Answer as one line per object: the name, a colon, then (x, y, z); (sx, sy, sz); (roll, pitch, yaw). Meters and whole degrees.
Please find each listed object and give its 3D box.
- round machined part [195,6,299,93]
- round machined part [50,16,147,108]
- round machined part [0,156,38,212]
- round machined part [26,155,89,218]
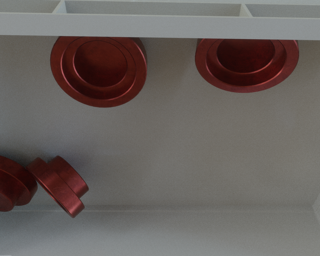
round machined part: (0.087, -0.083, 0.316); (0.099, 0.042, 0.098); (8, 148, 5)
round machined part: (-0.063, -0.073, 0.335); (0.099, 0.042, 0.097); (-1, 130, 0)
round machined part: (-0.236, 0.086, 0.454); (0.098, 0.042, 0.097); (9, 134, 10)
round machined part: (-0.140, 0.077, 0.440); (0.098, 0.042, 0.098); (36, 154, 22)
